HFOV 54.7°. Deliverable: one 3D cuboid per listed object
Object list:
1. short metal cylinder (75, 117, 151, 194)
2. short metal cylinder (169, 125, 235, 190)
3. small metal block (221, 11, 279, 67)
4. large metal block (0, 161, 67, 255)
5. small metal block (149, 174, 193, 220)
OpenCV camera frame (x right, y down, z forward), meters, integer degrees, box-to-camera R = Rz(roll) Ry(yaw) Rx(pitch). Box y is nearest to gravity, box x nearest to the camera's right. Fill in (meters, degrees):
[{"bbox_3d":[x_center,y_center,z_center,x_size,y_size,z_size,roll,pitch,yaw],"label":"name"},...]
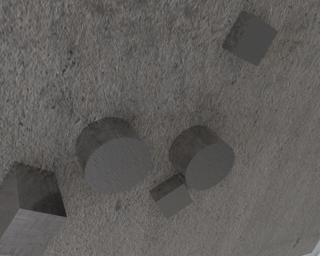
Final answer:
[{"bbox_3d":[-0.058,0.033,0.380,0.081,0.050,0.079,-14,124,-21],"label":"short metal cylinder"},{"bbox_3d":[0.060,0.043,0.450,0.081,0.050,0.079,-14,124,-21],"label":"short metal cylinder"},{"bbox_3d":[0.116,-0.114,0.400,0.050,0.025,0.050,16,110,-35],"label":"small metal block"},{"bbox_3d":[-0.154,0.098,0.348,0.050,0.080,0.080,26,104,-37],"label":"large metal block"},{"bbox_3d":[0.018,0.107,0.483,0.050,0.025,0.050,-32,129,-8],"label":"small metal block"}]
